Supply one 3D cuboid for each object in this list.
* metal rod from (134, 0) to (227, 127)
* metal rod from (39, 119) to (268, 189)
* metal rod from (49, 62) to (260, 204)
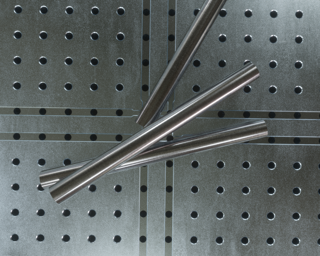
[{"bbox_3d":[0.052,-0.132,0.413,0.025,0.025,0.299,30,90,0],"label":"metal rod"},{"bbox_3d":[-0.008,0.034,0.413,0.301,0.025,0.025,-13,90,0],"label":"metal rod"},{"bbox_3d":[-0.002,0.003,0.396,0.301,0.025,0.025,-32,90,-7],"label":"metal rod"}]
